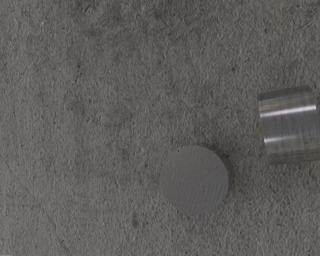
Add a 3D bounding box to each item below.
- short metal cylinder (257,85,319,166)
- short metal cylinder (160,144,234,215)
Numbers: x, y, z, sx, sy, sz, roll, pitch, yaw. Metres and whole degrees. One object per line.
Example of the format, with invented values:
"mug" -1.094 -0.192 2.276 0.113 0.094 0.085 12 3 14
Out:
"short metal cylinder" 0.137 -0.002 0.331 0.050 0.080 0.080 -9 87 20
"short metal cylinder" 0.047 0.059 0.379 0.080 0.050 0.080 0 90 20
